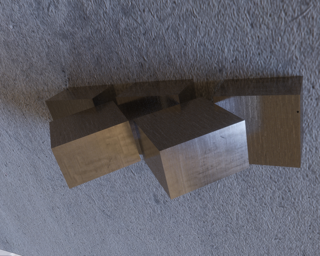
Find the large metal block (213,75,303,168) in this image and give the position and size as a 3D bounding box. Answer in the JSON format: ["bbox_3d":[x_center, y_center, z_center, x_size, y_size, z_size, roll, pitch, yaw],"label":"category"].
[{"bbox_3d":[0.108,-0.008,0.331,0.080,0.050,0.079,2,119,27],"label":"large metal block"}]

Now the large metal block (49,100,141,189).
[{"bbox_3d":[-0.077,0.014,0.356,0.081,0.080,0.050,-21,116,-13],"label":"large metal block"}]

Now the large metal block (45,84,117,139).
[{"bbox_3d":[-0.100,-0.013,0.435,0.080,0.050,0.080,0,119,27],"label":"large metal block"}]

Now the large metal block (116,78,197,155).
[{"bbox_3d":[0.002,-0.013,0.382,0.080,0.050,0.079,1,119,27],"label":"large metal block"}]

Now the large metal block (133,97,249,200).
[{"bbox_3d":[0.028,0.014,0.304,0.080,0.081,0.050,-135,29,-61],"label":"large metal block"}]
